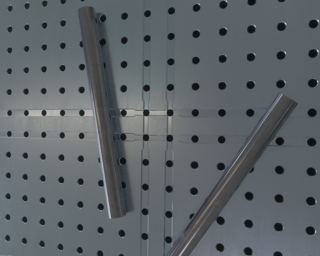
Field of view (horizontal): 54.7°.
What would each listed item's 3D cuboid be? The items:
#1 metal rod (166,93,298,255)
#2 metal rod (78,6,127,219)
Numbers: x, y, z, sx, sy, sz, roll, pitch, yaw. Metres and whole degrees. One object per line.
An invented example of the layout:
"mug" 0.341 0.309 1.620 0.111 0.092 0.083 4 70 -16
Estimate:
"metal rod" 0.071 0.090 0.387 0.025 0.025 0.299 35 101 16
"metal rod" -0.083 -0.024 0.441 0.025 0.025 0.298 -10 87 19
